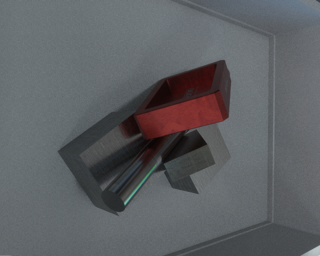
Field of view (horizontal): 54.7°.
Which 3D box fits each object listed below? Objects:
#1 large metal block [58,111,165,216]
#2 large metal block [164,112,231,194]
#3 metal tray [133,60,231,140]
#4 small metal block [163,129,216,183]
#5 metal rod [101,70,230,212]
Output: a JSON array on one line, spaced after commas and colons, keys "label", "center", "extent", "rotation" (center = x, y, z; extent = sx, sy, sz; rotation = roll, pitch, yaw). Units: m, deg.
[{"label": "large metal block", "center": [-0.049, 0.036, 0.346], "extent": [0.080, 0.050, 0.080], "rotation": [-41, 115, -32]}, {"label": "large metal block", "center": [0.043, 0.031, 0.427], "extent": [0.080, 0.050, 0.080], "rotation": [-41, 115, -32]}, {"label": "metal tray", "center": [0.032, -0.037, 0.356], "extent": [0.130, 0.090, 0.030], "rotation": [-62, 134, -62]}, {"label": "small metal block", "center": [0.029, 0.030, 0.351], "extent": [0.050, 0.050, 0.025], "rotation": [-24, 109, 1]}, {"label": "metal rod", "center": [0.029, -0.011, 0.383], "extent": [0.301, 0.025, 0.025], "rotation": [-47, 119, -47]}]
